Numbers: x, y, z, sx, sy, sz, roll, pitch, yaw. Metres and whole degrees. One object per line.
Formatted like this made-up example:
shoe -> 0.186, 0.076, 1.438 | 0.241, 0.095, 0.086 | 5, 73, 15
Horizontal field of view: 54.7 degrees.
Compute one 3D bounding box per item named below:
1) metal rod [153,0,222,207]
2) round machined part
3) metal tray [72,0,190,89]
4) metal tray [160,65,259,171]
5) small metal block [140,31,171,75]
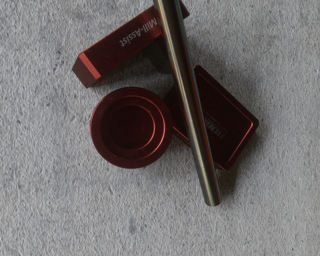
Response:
metal rod -> 0.038, -0.021, 0.369 | 0.025, 0.025, 0.298 | -28, 121, -18
round machined part -> -0.037, -0.001, 0.385 | 0.099, 0.042, 0.097 | -1, 93, -14
metal tray -> -0.037, -0.099, 0.362 | 0.131, 0.090, 0.030 | -39, 103, -16
metal tray -> 0.067, -0.013, 0.434 | 0.130, 0.030, 0.090 | 40, 77, -16
small metal block -> 0.006, -0.096, 0.395 | 0.025, 0.050, 0.050 | -44, 119, -12
